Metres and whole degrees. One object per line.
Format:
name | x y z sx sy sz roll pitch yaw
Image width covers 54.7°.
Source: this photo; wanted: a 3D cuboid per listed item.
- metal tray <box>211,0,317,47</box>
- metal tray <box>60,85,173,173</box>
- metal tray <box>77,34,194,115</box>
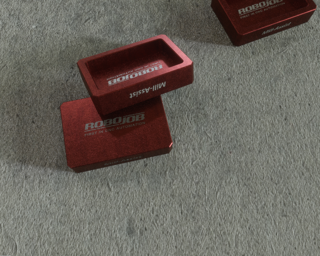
metal tray | 0.156 -0.187 0.474 0.131 0.030 0.090 -21 71 -8
metal tray | -0.057 0.000 0.405 0.131 0.030 0.090 -12 71 -5
metal tray | -0.033 -0.074 0.407 0.131 0.030 0.090 -21 47 -14
